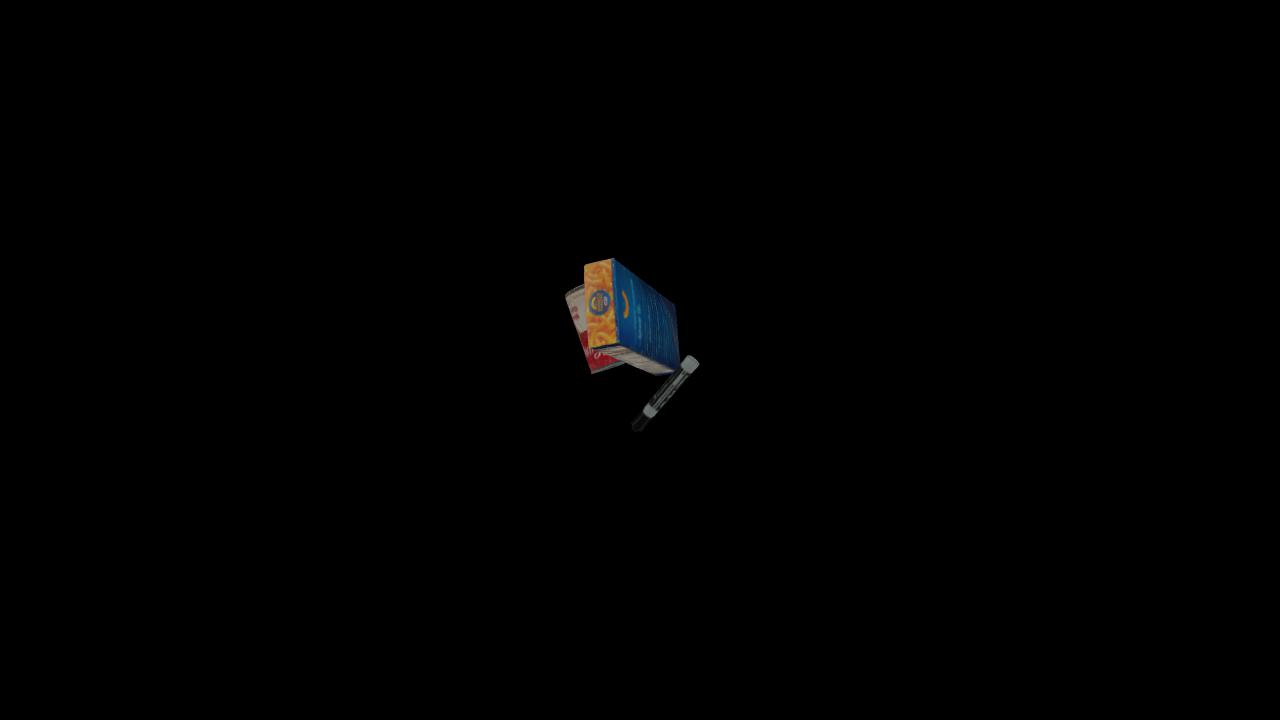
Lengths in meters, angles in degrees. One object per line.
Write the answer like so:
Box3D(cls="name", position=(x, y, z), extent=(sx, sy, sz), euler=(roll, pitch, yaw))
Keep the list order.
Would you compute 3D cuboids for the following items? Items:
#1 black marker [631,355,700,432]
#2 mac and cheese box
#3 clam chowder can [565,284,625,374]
Box3D(cls="black marker", position=(0.029, 0.044, 0.763), extent=(0.020, 0.121, 0.020), euler=(35, 18, -13))
Box3D(cls="mac and cheese box", position=(-0.003, -0.041, 0.701), extent=(0.041, 0.093, 0.184), euler=(-8, -14, 22))
Box3D(cls="clam chowder can", position=(-0.044, -0.042, 0.743), extent=(0.068, 0.102, 0.068), euler=(-19, -1, 0))
